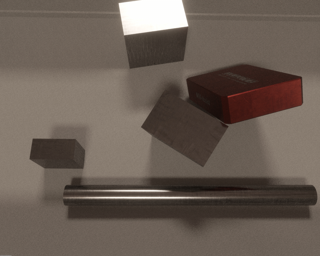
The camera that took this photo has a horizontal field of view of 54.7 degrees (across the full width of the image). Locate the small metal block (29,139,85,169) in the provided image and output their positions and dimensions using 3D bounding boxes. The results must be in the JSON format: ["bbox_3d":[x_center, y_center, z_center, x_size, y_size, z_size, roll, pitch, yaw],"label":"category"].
[{"bbox_3d":[-0.125,0.033,0.383,0.050,0.050,0.025,1,70,0],"label":"small metal block"}]

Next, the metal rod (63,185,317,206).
[{"bbox_3d":[0.037,0.082,0.379,0.302,0.025,0.025,0,70,-1],"label":"metal rod"}]

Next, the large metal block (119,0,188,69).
[{"bbox_3d":[-0.009,-0.130,0.428,0.081,0.080,0.050,-9,71,-4],"label":"large metal block"}]

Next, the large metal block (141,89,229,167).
[{"bbox_3d":[0.031,0.004,0.374,0.080,0.080,0.050,32,87,10],"label":"large metal block"}]

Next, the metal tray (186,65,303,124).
[{"bbox_3d":[0.094,-0.046,0.376,0.091,0.130,0.030,-14,110,-8],"label":"metal tray"}]
